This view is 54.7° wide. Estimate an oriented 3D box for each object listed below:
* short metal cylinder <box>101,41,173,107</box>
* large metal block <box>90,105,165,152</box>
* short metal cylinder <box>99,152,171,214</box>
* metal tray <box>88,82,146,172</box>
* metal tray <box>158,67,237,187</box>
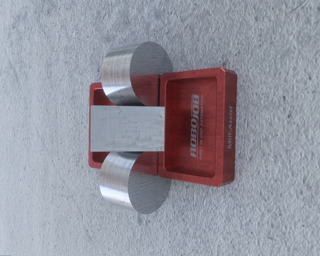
[{"bbox_3d":[-0.027,-0.066,0.393,0.050,0.081,0.079,3,92,40],"label":"short metal cylinder"},{"bbox_3d":[-0.041,0.000,0.378,0.080,0.081,0.050,-170,81,-80],"label":"large metal block"},{"bbox_3d":[-0.030,0.064,0.395,0.050,0.081,0.079,3,92,40],"label":"short metal cylinder"},{"bbox_3d":[-0.065,-0.003,0.458,0.090,0.030,0.129,2,91,40],"label":"metal tray"},{"bbox_3d":[0.043,-0.002,0.369,0.090,0.030,0.129,2,91,40],"label":"metal tray"}]
